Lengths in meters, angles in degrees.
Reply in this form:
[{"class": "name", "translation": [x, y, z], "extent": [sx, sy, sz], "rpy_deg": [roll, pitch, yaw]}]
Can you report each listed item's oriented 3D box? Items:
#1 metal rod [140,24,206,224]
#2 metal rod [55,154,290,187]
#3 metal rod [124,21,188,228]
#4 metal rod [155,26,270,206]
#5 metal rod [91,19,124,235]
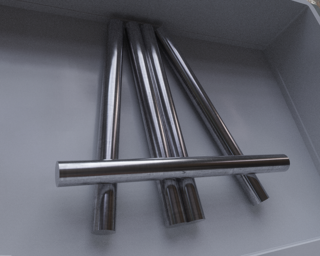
[{"class": "metal rod", "translation": [0.009, -0.023, 0.423], "extent": [0.025, 0.025, 0.299], "rpy_deg": [1, 61, -28]}, {"class": "metal rod", "translation": [0.037, 0.046, 0.362], "extent": [0.303, 0.025, 0.025], "rpy_deg": [1, 61, -28]}, {"class": "metal rod", "translation": [-0.012, -0.022, 0.411], "extent": [0.025, 0.025, 0.299], "rpy_deg": [1, 61, -28]}, {"class": "metal rod", "translation": [0.068, -0.028, 0.457], "extent": [0.025, 0.025, 0.299], "rpy_deg": [-17, 71, -35]}, {"class": "metal rod", "translation": [-0.061, -0.024, 0.386], "extent": [0.025, 0.025, 0.299], "rpy_deg": [12, 57, -22]}]
